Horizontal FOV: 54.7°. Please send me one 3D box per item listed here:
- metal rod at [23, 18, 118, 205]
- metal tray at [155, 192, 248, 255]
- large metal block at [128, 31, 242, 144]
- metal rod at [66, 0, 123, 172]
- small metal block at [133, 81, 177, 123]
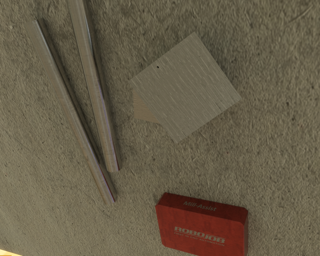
[{"bbox_3d":[-0.125,-0.009,0.464,0.025,0.025,0.298,-4,117,29],"label":"metal rod"},{"bbox_3d":[0.063,0.150,0.463,0.130,0.030,0.089,6,121,25],"label":"metal tray"},{"bbox_3d":[0.026,-0.043,0.329,0.080,0.050,0.080,-36,100,10],"label":"large metal block"},{"bbox_3d":[-0.087,-0.069,0.408,0.025,0.025,0.298,7,122,24],"label":"metal rod"},{"bbox_3d":[-0.005,-0.035,0.387,0.050,0.025,0.050,13,124,20],"label":"small metal block"}]
